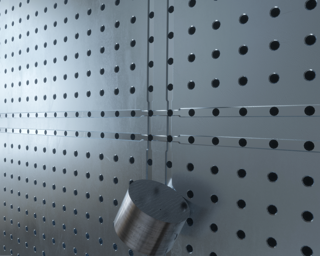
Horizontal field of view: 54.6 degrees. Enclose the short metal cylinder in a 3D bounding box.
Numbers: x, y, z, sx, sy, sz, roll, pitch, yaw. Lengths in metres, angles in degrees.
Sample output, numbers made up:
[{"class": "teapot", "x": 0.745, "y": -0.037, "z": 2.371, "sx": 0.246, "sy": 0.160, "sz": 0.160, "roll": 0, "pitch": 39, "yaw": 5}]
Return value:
[{"class": "short metal cylinder", "x": -0.010, "y": 0.108, "z": 0.383, "sx": 0.080, "sy": 0.081, "sz": 0.050, "roll": 37, "pitch": 113, "yaw": 34}]
